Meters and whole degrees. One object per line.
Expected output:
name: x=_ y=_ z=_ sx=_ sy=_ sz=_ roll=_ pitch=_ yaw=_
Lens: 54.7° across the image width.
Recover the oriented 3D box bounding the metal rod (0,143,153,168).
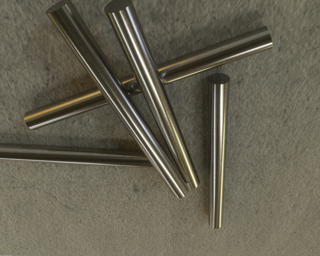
metal rod: x=-0.148 y=0.037 z=0.436 sx=0.302 sy=0.025 sz=0.025 roll=3 pitch=130 yaw=-4

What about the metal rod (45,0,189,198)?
metal rod: x=-0.030 y=-0.007 z=0.367 sx=0.025 sy=0.025 sz=0.299 roll=-19 pitch=130 yaw=15

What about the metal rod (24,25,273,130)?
metal rod: x=-0.025 y=-0.053 z=0.361 sx=0.301 sy=0.025 sz=0.025 roll=-17 pitch=128 yaw=13

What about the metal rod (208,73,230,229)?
metal rod: x=0.084 y=0.056 z=0.455 sx=0.025 sy=0.025 sz=0.298 roll=-5 pitch=130 yaw=3

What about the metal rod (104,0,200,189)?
metal rod: x=0.007 y=-0.011 z=0.372 sx=0.025 sy=0.025 sz=0.299 roll=-13 pitch=137 yaw=10
